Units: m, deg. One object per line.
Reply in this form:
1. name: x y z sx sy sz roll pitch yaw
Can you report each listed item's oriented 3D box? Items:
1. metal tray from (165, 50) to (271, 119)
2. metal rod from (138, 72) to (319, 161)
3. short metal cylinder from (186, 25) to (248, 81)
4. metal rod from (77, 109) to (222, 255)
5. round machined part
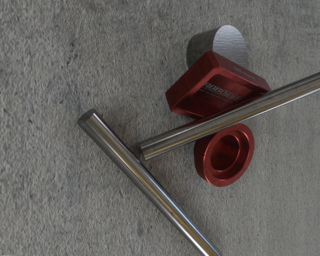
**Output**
1. metal tray: 0.084 -0.046 0.432 0.131 0.090 0.030 15 45 -39
2. metal rod: 0.116 -0.024 0.415 0.302 0.025 0.025 -21 106 -10
3. short metal cylinder: 0.085 -0.106 0.459 0.081 0.050 0.080 0 90 -40
4. metal rod: 0.002 0.092 0.405 0.300 0.025 0.025 52 60 -27
5. round machined part: 0.089 0.033 0.456 0.099 0.042 0.097 -12 113 -30
